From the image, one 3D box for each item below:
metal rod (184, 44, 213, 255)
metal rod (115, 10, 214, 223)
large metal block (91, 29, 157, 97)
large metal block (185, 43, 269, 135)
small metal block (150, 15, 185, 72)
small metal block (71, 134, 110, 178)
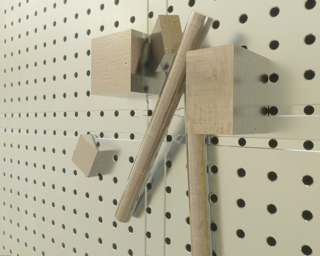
[{"bbox_3d":[0.045,0.046,0.372,0.025,0.025,0.298,-4,87,40],"label":"metal rod"},{"bbox_3d":[-0.005,0.005,0.391,0.025,0.025,0.298,40,121,33],"label":"metal rod"},{"bbox_3d":[-0.051,-0.087,0.436,0.080,0.050,0.080,1,91,40],"label":"large metal block"},{"bbox_3d":[0.070,-0.034,0.315,0.050,0.081,0.080,1,91,40],"label":"large metal block"},{"bbox_3d":[0.008,-0.104,0.385,0.050,0.025,0.050,133,130,-69],"label":"small metal block"},{"bbox_3d":[-0.113,0.044,0.503,0.050,0.025,0.050,37,112,34],"label":"small metal block"}]
